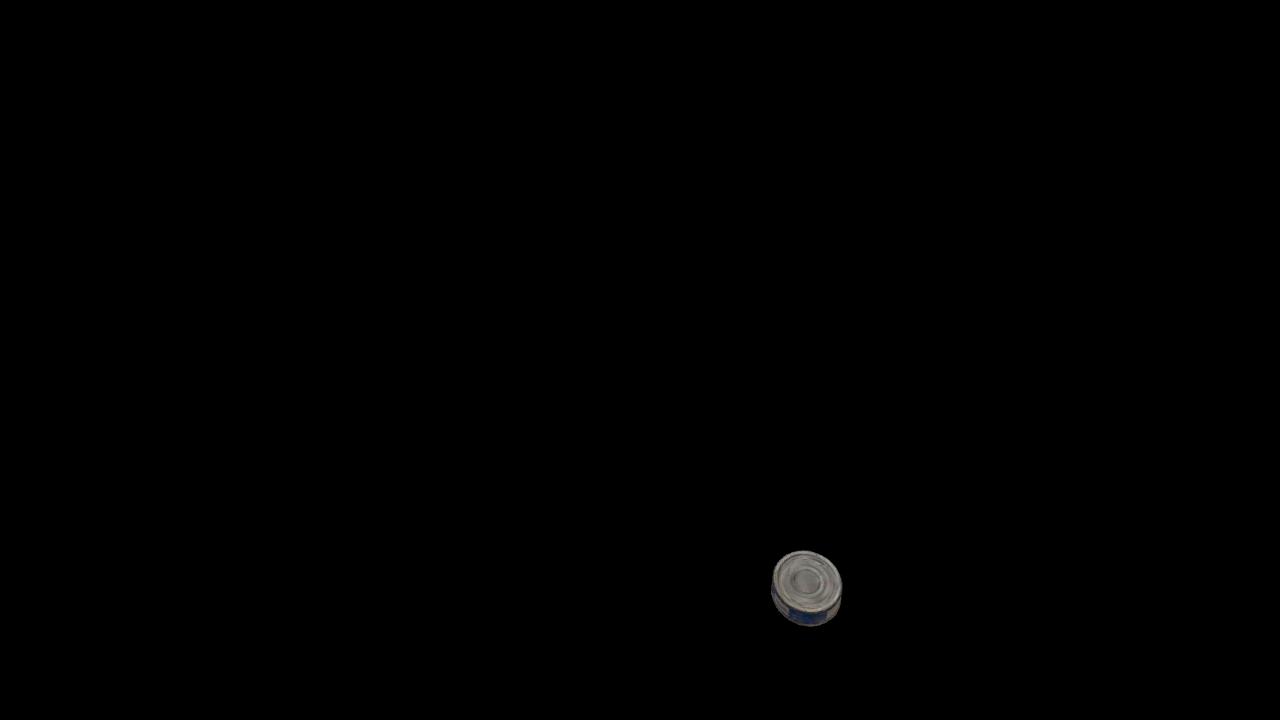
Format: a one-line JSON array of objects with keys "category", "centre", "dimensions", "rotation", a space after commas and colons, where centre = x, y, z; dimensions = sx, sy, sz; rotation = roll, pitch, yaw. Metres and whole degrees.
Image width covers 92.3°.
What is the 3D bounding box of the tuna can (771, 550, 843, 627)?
[{"category": "tuna can", "centre": [0.203, 0.277, 0.752], "dimensions": [0.084, 0.034, 0.084], "rotation": [-6, 42, 5]}]
